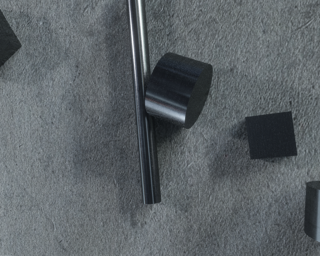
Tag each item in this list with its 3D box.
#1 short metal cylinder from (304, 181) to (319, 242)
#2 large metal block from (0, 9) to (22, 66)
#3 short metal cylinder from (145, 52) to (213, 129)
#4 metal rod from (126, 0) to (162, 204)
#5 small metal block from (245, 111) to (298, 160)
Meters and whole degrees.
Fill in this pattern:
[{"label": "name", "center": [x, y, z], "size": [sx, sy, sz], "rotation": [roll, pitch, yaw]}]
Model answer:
[{"label": "short metal cylinder", "center": [0.191, 0.086, 0.313], "size": [0.080, 0.080, 0.050], "rotation": [3, 91, 19]}, {"label": "large metal block", "center": [-0.283, -0.142, 0.493], "size": [0.080, 0.050, 0.080], "rotation": [-36, 79, 16]}, {"label": "short metal cylinder", "center": [0.024, -0.045, 0.371], "size": [0.050, 0.080, 0.080], "rotation": [22, 97, 18]}, {"label": "metal rod", "center": [-0.023, -0.050, 0.416], "size": [0.025, 0.025, 0.298], "rotation": [-5, 88, 19]}, {"label": "small metal block", "center": [0.130, 0.009, 0.363], "size": [0.050, 0.025, 0.050], "rotation": [-8, 88, 19]}]
